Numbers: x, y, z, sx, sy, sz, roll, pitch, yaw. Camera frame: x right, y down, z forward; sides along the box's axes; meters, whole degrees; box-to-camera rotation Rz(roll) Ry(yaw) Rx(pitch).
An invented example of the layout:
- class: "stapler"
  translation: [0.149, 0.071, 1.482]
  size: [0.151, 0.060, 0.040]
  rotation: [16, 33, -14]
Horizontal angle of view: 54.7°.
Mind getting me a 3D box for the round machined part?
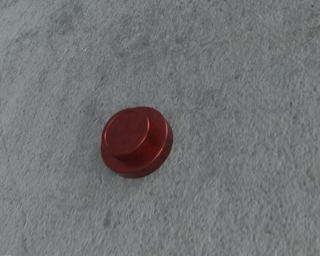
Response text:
- class: "round machined part"
  translation: [-0.036, 0.013, 0.403]
  size: [0.098, 0.042, 0.098]
  rotation: [-13, 56, 20]
